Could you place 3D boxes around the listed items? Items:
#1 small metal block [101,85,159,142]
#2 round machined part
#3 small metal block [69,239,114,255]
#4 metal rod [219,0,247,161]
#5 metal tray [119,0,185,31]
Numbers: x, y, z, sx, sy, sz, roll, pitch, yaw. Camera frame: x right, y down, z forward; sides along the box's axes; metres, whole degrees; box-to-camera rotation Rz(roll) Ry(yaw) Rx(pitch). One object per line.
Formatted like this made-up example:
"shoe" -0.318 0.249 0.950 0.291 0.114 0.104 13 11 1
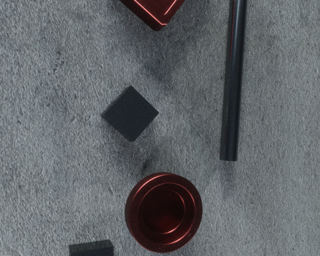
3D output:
"small metal block" -0.039 -0.018 0.396 0.050 0.025 0.050 44 76 -15
"round machined part" 0.002 0.106 0.402 0.099 0.042 0.097 0 90 -21
"small metal block" -0.084 0.169 0.379 0.050 0.025 0.050 -1 91 -21
"metal rod" 0.109 -0.102 0.450 0.025 0.025 0.298 4 89 -20
"metal tray" 0.003 -0.207 0.407 0.090 0.030 0.130 38 78 -16
